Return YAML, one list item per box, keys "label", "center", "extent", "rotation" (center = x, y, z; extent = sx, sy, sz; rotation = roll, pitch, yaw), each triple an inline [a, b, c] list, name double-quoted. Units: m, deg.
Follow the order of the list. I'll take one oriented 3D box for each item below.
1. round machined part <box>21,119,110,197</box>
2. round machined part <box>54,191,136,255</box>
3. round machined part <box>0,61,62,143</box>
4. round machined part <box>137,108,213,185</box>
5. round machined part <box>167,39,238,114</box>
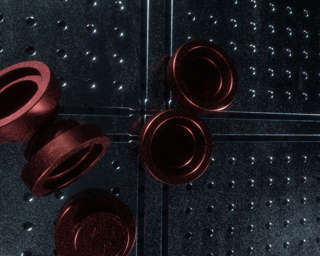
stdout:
- label: "round machined part"
  center: [-0.107, 0.028, 0.341]
  extent: [0.098, 0.098, 0.042]
  rotation: [-38, 77, -16]
- label: "round machined part"
  center: [-0.076, 0.130, 0.376]
  extent: [0.099, 0.042, 0.097]
  rotation: [0, 90, -21]
- label: "round machined part"
  center: [-0.149, -0.023, 0.330]
  extent: [0.098, 0.098, 0.042]
  rotation: [-43, 140, -15]
- label: "round machined part"
  center: [0.017, 0.023, 0.411]
  extent: [0.099, 0.042, 0.097]
  rotation: [0, 91, -20]
- label: "round machined part"
  center: [0.053, -0.065, 0.417]
  extent: [0.099, 0.042, 0.098]
  rotation: [6, 76, -24]
